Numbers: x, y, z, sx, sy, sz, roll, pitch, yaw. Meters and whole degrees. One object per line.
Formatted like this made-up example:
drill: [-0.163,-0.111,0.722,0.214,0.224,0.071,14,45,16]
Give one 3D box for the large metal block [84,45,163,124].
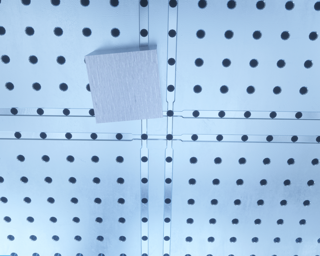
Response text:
large metal block: [-0.040,-0.055,0.380,0.080,0.050,0.080,-5,110,2]
